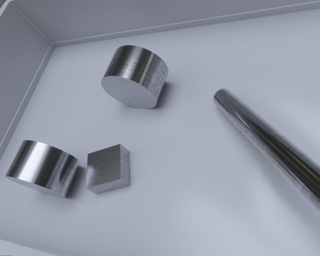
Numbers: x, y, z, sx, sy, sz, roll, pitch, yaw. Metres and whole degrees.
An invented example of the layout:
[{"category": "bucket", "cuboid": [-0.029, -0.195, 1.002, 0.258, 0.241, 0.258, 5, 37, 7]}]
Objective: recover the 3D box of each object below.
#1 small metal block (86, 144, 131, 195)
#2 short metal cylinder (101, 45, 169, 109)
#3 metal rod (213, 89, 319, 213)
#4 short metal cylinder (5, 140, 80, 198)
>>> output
[{"category": "small metal block", "cuboid": [-0.067, 0.054, 0.406, 0.050, 0.025, 0.050, -18, 55, 17]}, {"category": "short metal cylinder", "cuboid": [-0.034, -0.068, 0.429, 0.080, 0.080, 0.050, 7, 65, 31]}, {"category": "metal rod", "cuboid": [0.110, 0.029, 0.258, 0.025, 0.025, 0.300, -34, 29, 5]}, {"category": "short metal cylinder", "cuboid": [-0.155, 0.056, 0.415, 0.080, 0.080, 0.050, 4, 64, 30]}]
